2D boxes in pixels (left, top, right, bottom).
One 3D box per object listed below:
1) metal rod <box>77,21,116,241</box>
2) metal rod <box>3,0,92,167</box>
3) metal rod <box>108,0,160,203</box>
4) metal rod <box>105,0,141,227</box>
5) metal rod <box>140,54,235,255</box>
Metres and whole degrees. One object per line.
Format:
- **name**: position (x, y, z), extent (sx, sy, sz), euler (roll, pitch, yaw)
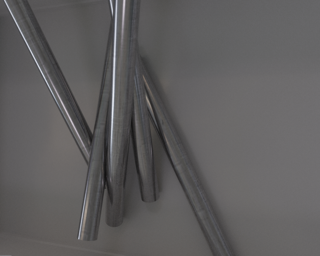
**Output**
- **metal rod**: position (-0.073, -0.009, 0.409), extent (0.025, 0.025, 0.299), euler (4, 81, 20)
- **metal rod**: position (-0.129, -0.052, 0.394), extent (0.025, 0.025, 0.299), euler (-16, 109, 19)
- **metal rod**: position (-0.030, -0.043, 0.359), extent (0.025, 0.025, 0.298), euler (2, 114, 20)
- **metal rod**: position (-0.047, 0.003, 0.360), extent (0.025, 0.025, 0.298), euler (19, 123, 19)
- **metal rod**: position (0.024, 0.038, 0.402), extent (0.025, 0.025, 0.299), euler (-28, 81, 18)
